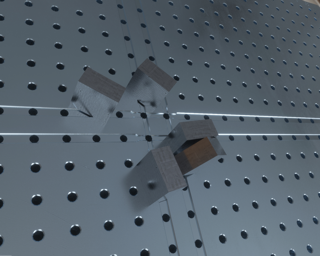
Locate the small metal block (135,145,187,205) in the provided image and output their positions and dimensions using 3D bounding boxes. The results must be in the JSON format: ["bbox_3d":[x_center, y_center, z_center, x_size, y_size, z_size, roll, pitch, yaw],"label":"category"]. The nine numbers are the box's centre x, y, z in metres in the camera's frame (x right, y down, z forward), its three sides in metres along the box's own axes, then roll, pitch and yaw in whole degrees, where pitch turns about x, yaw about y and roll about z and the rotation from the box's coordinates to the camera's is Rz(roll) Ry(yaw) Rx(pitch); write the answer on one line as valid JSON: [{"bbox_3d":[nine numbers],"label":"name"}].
[{"bbox_3d":[0.000,0.055,0.358,0.025,0.050,0.050,-11,68,-33],"label":"small metal block"}]

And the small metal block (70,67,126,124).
[{"bbox_3d":[-0.076,-0.038,0.374,0.050,0.050,0.025,28,52,-10],"label":"small metal block"}]

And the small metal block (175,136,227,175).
[{"bbox_3d":[0.050,0.035,0.384,0.025,0.050,0.050,62,18,15],"label":"small metal block"}]

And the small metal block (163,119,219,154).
[{"bbox_3d":[0.039,0.014,0.404,0.050,0.050,0.025,-7,64,-31],"label":"small metal block"}]

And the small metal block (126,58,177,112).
[{"bbox_3d":[-0.013,-0.057,0.419,0.050,0.050,0.025,38,51,-3],"label":"small metal block"}]
